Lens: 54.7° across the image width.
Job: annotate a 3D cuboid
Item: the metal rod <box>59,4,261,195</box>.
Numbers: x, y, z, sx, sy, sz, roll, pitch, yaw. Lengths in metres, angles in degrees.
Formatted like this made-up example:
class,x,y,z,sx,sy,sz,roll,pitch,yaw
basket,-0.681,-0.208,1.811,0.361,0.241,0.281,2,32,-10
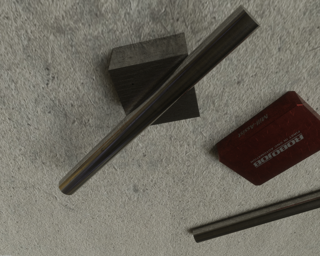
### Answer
class,x,y,z,sx,sy,sz,roll,pitch,yaw
metal rod,-0.022,-0.009,0.333,0.025,0.025,0.299,34,122,-26

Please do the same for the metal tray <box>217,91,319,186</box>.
class,x,y,z,sx,sy,sz,roll,pitch,yaw
metal tray,0.155,0.020,0.423,0.090,0.030,0.130,34,122,-26

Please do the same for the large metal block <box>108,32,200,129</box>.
class,x,y,z,sx,sy,sz,roll,pitch,yaw
large metal block,-0.003,-0.051,0.347,0.080,0.050,0.080,-10,130,8

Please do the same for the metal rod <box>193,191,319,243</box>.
class,x,y,z,sx,sy,sz,roll,pitch,yaw
metal rod,0.198,0.146,0.535,0.300,0.025,0.025,-23,127,18
